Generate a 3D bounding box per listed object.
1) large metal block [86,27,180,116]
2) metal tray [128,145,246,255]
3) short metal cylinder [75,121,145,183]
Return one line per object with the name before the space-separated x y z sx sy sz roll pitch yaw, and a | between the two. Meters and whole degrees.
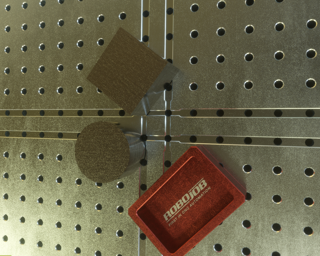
large metal block | -0.035 -0.072 0.411 0.080 0.050 0.080 40 102 15
metal tray | 0.033 0.096 0.397 0.130 0.030 0.090 -47 76 13
short metal cylinder | -0.067 0.031 0.422 0.080 0.050 0.079 0 90 19
